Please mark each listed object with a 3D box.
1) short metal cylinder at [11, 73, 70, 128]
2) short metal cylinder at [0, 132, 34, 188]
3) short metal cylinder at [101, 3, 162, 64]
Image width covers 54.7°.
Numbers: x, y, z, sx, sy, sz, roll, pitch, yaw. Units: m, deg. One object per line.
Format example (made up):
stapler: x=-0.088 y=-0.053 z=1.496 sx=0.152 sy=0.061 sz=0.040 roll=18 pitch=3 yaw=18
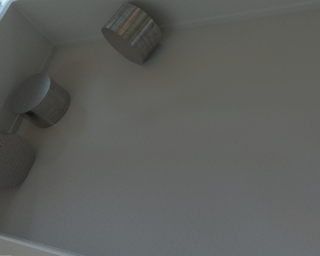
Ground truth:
short metal cylinder: x=-0.201 y=-0.046 z=0.524 sx=0.080 sy=0.050 sz=0.080 roll=-13 pitch=56 yaw=21
short metal cylinder: x=-0.243 y=0.046 z=0.470 sx=0.050 sy=0.080 sz=0.080 roll=7 pitch=65 yaw=31
short metal cylinder: x=-0.043 y=-0.145 z=0.483 sx=0.080 sy=0.080 sz=0.050 roll=31 pitch=79 yaw=38
